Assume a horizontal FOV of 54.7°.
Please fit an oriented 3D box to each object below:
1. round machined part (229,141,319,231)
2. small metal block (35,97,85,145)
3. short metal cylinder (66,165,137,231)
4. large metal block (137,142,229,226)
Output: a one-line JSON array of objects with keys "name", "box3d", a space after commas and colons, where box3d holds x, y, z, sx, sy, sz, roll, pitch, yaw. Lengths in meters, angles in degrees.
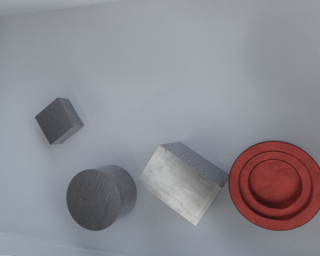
[{"name": "round machined part", "box3d": [0.131, 0.063, 0.355, 0.098, 0.042, 0.097, 0, 90, 19]}, {"name": "small metal block", "box3d": [-0.150, -0.010, 0.462, 0.050, 0.025, 0.050, -36, 79, 16]}, {"name": "short metal cylinder", "box3d": [-0.079, 0.093, 0.424, 0.080, 0.050, 0.079, 0, 90, 19]}, {"name": "large metal block", "box3d": [0.032, 0.060, 0.369, 0.080, 0.080, 0.050, 34, 101, 16]}]
